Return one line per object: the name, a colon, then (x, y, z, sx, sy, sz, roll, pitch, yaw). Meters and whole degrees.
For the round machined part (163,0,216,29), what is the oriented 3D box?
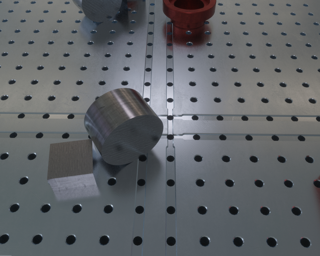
round machined part: (0.054, -0.224, 0.585, 0.099, 0.042, 0.098, 0, 50, 0)

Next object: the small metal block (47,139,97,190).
small metal block: (-0.104, 0.043, 0.371, 0.050, 0.025, 0.050, -7, 50, -6)

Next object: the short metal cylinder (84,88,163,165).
short metal cylinder: (-0.043, -0.001, 0.372, 0.081, 0.080, 0.050, -25, 54, -19)

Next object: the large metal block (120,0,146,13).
large metal block: (-0.076, -0.290, 0.615, 0.080, 0.080, 0.050, 35, 58, 25)

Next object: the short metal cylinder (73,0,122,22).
short metal cylinder: (-0.119, -0.247, 0.578, 0.081, 0.080, 0.050, -27, 55, -21)
